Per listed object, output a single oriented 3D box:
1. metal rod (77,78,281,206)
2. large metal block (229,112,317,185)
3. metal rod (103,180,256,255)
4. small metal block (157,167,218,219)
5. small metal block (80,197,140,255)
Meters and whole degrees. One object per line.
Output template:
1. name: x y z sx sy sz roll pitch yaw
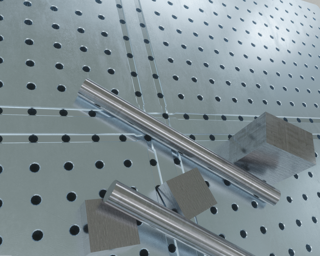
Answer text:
1. metal rod: 0.032 0.023 0.410 0.301 0.025 0.025 30 52 -9
2. large metal block: 0.155 0.032 0.437 0.080 0.080 0.050 23 54 -15
3. metal rod: 0.074 0.139 0.345 0.301 0.025 0.025 32 51 -15
4. small metal block: 0.033 0.082 0.376 0.050 0.025 0.050 -18 71 -35
5. small metal block: -0.052 0.100 0.319 0.050 0.025 0.050 1 61 -28
